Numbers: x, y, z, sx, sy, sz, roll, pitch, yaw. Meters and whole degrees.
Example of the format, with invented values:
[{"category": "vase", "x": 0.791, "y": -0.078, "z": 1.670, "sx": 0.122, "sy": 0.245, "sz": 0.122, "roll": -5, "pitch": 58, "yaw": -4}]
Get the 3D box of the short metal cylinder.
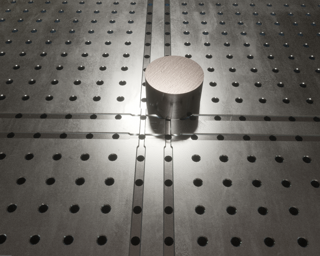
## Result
[{"category": "short metal cylinder", "x": 0.020, "y": -0.058, "z": 0.441, "sx": 0.081, "sy": 0.050, "sz": 0.080, "roll": 1, "pitch": 50, "yaw": 0}]
